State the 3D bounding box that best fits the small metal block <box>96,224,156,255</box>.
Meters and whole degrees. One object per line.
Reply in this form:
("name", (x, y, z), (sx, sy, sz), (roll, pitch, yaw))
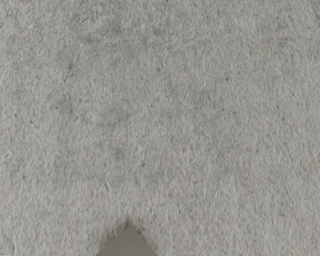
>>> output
("small metal block", (-0.036, 0.148, 0.354), (0.050, 0.025, 0.050), (-38, 75, -13))
